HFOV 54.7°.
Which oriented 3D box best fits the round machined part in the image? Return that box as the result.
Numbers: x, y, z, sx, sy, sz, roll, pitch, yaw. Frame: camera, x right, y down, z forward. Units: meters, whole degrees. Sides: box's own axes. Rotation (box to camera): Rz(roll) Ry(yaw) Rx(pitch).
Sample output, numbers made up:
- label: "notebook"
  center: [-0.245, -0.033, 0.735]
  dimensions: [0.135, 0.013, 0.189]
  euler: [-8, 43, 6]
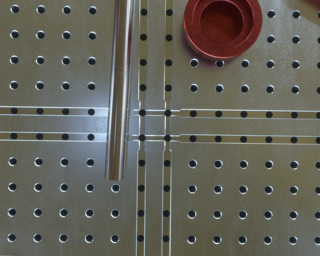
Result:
- label: "round machined part"
  center: [0.079, -0.136, 0.406]
  dimensions: [0.099, 0.042, 0.097]
  euler: [0, 90, -1]

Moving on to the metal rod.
- label: "metal rod"
  center: [-0.053, -0.081, 0.412]
  dimensions: [0.025, 0.025, 0.298]
  euler: [3, 90, -1]
